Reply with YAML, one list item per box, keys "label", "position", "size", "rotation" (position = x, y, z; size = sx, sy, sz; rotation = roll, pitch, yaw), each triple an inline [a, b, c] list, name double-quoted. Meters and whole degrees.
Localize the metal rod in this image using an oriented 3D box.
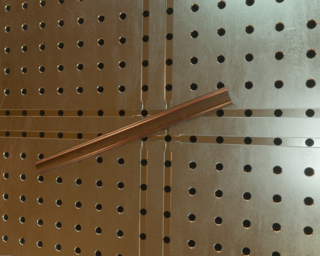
- label: "metal rod"
  position: [-0.047, 0.010, 0.428]
  size: [0.300, 0.025, 0.025]
  rotation: [-21, 83, 18]
